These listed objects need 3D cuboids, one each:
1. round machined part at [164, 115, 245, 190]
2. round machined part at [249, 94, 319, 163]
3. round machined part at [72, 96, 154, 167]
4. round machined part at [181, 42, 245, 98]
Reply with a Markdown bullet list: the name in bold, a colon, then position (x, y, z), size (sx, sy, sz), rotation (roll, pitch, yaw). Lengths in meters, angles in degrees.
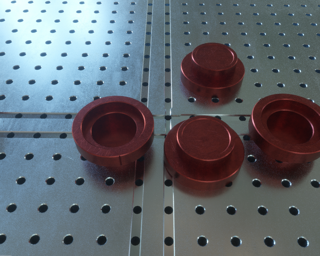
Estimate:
- **round machined part**: position (0.054, 0.023, 0.378), size (0.099, 0.042, 0.098), rotation (0, 50, 0)
- **round machined part**: position (0.163, 0.005, 0.395), size (0.099, 0.042, 0.098), rotation (0, 50, 0)
- **round machined part**: position (-0.056, 0.008, 0.389), size (0.099, 0.042, 0.098), rotation (0, 50, 0)
- **round machined part**: position (0.082, -0.095, 0.478), size (0.099, 0.042, 0.098), rotation (0, 50, 0)
